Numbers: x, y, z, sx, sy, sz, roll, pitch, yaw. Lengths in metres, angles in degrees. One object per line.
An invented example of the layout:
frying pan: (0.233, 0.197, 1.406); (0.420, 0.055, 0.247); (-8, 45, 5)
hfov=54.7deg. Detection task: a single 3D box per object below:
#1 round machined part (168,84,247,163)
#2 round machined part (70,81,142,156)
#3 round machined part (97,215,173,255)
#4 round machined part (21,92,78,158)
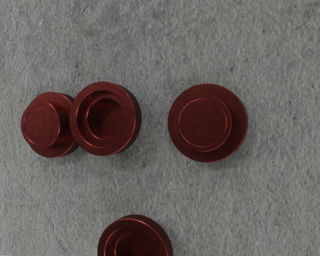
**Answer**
round machined part: (0.056, -0.006, 0.380); (0.098, 0.042, 0.097); (0, 90, 19)
round machined part: (-0.070, -0.012, 0.423); (0.098, 0.042, 0.097); (0, 90, 19)
round machined part: (-0.029, 0.163, 0.409); (0.098, 0.042, 0.097); (0, 90, 19)
round machined part: (-0.163, -0.005, 0.456); (0.098, 0.042, 0.097); (0, 90, 19)
